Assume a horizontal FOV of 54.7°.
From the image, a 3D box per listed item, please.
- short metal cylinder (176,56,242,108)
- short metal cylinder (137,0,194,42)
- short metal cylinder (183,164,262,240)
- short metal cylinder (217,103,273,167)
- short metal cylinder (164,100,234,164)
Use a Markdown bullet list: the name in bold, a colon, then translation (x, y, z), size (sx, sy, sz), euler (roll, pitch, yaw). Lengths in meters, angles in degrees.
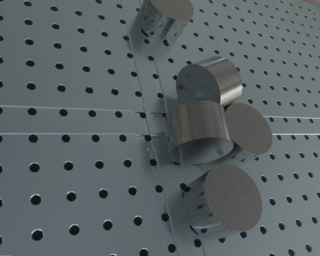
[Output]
- **short metal cylinder**: translation (0.070, -0.058, 0.446), size (0.050, 0.080, 0.080), euler (-26, 76, -37)
- **short metal cylinder**: translation (0.008, -0.190, 0.512), size (0.081, 0.050, 0.080), euler (13, 56, -21)
- **short metal cylinder**: translation (0.075, 0.090, 0.377), size (0.081, 0.050, 0.080), euler (13, 56, -21)
- **short metal cylinder**: translation (0.112, 0.011, 0.446), size (0.081, 0.050, 0.080), euler (14, 56, -21)
- **short metal cylinder**: translation (0.048, 0.008, 0.393), size (0.081, 0.080, 0.050), euler (6, 59, -25)
